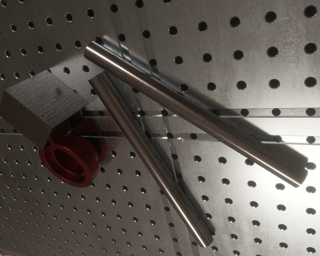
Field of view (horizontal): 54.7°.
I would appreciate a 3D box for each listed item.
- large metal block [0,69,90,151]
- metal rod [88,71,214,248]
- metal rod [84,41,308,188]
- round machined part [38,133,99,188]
[{"bbox_3d":[-0.164,-0.028,0.442,0.080,0.080,0.050,39,129,2],"label":"large metal block"},{"bbox_3d":[-0.007,0.053,0.446,0.025,0.025,0.299,-23,107,36],"label":"metal rod"},{"bbox_3d":[0.038,-0.020,0.377,0.301,0.025,0.025,32,128,6],"label":"metal rod"},{"bbox_3d":[-0.139,0.046,0.493,0.098,0.042,0.097,17,135,18],"label":"round machined part"}]
